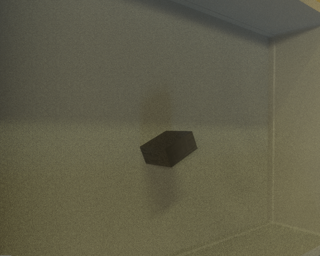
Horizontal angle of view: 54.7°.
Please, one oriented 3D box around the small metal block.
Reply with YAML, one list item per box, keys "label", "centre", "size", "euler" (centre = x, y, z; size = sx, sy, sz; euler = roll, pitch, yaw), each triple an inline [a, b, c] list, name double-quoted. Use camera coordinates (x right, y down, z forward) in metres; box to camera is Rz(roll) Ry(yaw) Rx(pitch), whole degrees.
- label: "small metal block"
  centre: [0.011, 0.026, 0.402]
  size: [0.050, 0.050, 0.025]
  euler: [-31, 110, -36]
